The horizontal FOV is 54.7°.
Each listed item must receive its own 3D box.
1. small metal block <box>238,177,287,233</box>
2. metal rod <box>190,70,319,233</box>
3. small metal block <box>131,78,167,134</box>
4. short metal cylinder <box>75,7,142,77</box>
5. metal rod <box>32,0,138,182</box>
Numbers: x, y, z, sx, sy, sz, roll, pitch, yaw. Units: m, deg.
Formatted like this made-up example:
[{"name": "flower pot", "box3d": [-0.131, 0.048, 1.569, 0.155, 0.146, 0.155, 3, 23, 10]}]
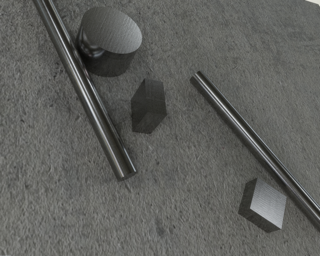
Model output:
[{"name": "small metal block", "box3d": [0.138, 0.103, 0.415, 0.050, 0.025, 0.050, 34, 51, -6]}, {"name": "metal rod", "box3d": [0.150, 0.033, 0.464, 0.025, 0.025, 0.300, -33, 80, -38]}, {"name": "small metal block", "box3d": [-0.016, -0.027, 0.396, 0.025, 0.050, 0.050, 8, 58, -24]}, {"name": "short metal cylinder", "box3d": [-0.071, -0.116, 0.420, 0.081, 0.050, 0.080, 14, 56, -21]}, {"name": "metal rod", "box3d": [-0.105, -0.072, 0.390, 0.025, 0.025, 0.299, -17, 71, -35]}]
